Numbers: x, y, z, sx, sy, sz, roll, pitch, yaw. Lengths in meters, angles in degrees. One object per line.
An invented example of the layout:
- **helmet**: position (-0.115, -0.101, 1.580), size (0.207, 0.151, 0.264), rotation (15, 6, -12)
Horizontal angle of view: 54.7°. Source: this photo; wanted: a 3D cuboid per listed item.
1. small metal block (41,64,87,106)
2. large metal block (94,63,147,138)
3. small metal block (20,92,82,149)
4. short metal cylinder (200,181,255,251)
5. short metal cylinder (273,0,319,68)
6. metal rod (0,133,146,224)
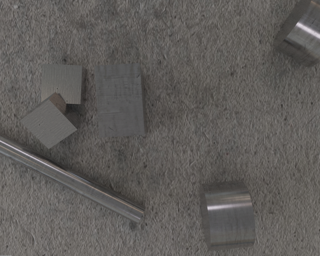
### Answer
- **small metal block**: position (-0.126, -0.056, 0.409), size (0.050, 0.025, 0.050), rotation (3, 90, 0)
- **large metal block**: position (-0.045, -0.031, 0.382), size (0.050, 0.080, 0.080), rotation (-4, 90, 0)
- **small metal block**: position (-0.137, -0.009, 0.394), size (0.050, 0.025, 0.050), rotation (-32, 113, 16)
- **short metal cylinder**: position (0.080, 0.107, 0.383), size (0.050, 0.080, 0.080), rotation (-5, 90, 0)
- **short metal cylinder**: position (0.186, -0.123, 0.384), size (0.050, 0.080, 0.080), rotation (30, 90, 0)
- **metal rod**: position (-0.158, 0.047, 0.408), size (0.301, 0.025, 0.025), rotation (27, 90, 0)
